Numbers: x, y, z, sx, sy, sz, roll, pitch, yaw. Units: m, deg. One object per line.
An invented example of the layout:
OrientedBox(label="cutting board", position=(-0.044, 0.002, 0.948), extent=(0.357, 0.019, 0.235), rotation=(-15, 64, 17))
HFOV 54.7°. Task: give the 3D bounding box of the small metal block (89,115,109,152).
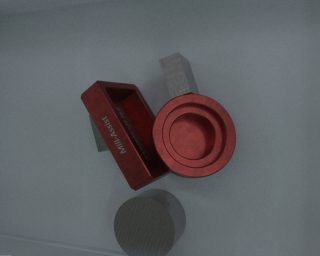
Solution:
OrientedBox(label="small metal block", position=(-0.066, 0.004, 0.419), extent=(0.025, 0.050, 0.050), rotation=(-18, 84, 19))

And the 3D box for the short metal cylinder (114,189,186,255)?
OrientedBox(label="short metal cylinder", position=(-0.012, 0.123, 0.400), extent=(0.080, 0.050, 0.079), rotation=(0, 90, 19))

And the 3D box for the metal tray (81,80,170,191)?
OrientedBox(label="metal tray", position=(-0.032, 0.005, 0.384), extent=(0.030, 0.090, 0.130), rotation=(-35, 79, 24))

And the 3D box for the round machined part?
OrientedBox(label="round machined part", position=(0.037, 0.011, 0.373), extent=(0.099, 0.042, 0.098), rotation=(2, 78, -10))

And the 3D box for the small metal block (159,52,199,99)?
OrientedBox(label="small metal block", position=(0.026, -0.062, 0.388), extent=(0.025, 0.050, 0.050), rotation=(-19, 84, 19))
